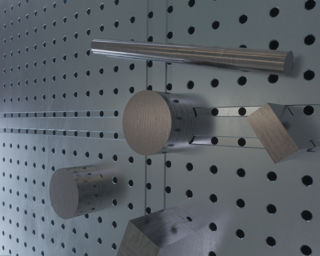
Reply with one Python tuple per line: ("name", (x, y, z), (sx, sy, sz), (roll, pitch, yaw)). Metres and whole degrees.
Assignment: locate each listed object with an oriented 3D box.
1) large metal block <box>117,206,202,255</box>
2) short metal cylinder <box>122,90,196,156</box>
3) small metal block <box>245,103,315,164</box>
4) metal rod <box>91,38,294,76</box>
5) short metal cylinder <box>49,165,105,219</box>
("large metal block", (-0.004, 0.151, 0.377), (0.050, 0.081, 0.079), (31, 109, 35))
("short metal cylinder", (-0.002, -0.006, 0.395), (0.080, 0.050, 0.079), (0, 90, 40))
("small metal block", (0.116, 0.004, 0.297), (0.025, 0.050, 0.050), (-41, 65, 32))
("metal rod", (0.014, -0.096, 0.397), (0.300, 0.025, 0.025), (16, 101, 38))
("short metal cylinder", (-0.136, 0.103, 0.505), (0.080, 0.050, 0.079), (0, 90, 40))
